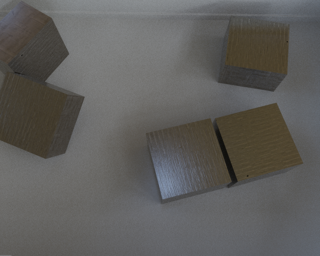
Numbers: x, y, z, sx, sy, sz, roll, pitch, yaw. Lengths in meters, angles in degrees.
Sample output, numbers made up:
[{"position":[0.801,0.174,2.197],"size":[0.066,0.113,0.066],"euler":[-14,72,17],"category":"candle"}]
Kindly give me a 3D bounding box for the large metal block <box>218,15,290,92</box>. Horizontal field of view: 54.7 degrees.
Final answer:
[{"position":[0.131,-0.104,0.436],"size":[0.080,0.050,0.080],"euler":[10,70,3],"category":"large metal block"}]

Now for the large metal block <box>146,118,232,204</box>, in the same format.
[{"position":[0.032,0.042,0.382],"size":[0.081,0.050,0.080],"euler":[-13,71,-5],"category":"large metal block"}]

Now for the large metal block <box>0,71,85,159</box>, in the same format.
[{"position":[-0.153,-0.016,0.386],"size":[0.080,0.050,0.080],"euler":[21,95,7],"category":"large metal block"}]

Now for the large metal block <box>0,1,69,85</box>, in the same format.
[{"position":[-0.178,-0.105,0.417],"size":[0.050,0.080,0.080],"euler":[32,73,11],"category":"large metal block"}]

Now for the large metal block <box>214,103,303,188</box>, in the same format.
[{"position":[0.116,0.023,0.389],"size":[0.081,0.050,0.080],"euler":[-14,71,-6],"category":"large metal block"}]
